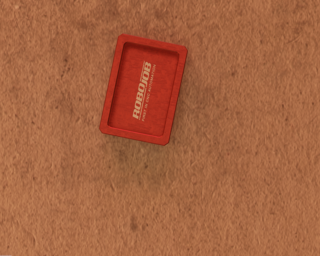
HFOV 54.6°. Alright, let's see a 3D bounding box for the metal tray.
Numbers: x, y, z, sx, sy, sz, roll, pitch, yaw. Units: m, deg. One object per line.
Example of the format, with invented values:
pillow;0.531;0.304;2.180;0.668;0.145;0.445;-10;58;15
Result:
metal tray;-0.021;-0.049;0.407;0.090;0.030;0.129;12;90;0
